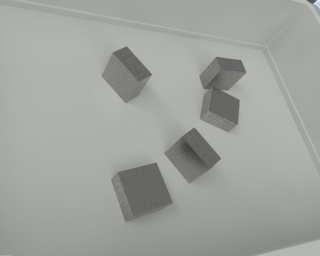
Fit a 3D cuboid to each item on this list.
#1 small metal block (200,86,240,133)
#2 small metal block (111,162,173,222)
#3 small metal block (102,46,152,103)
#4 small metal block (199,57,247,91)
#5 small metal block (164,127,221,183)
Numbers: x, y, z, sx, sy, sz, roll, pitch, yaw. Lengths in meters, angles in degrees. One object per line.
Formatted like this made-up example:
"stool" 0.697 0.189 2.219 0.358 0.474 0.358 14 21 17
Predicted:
"small metal block" 0.092 -0.028 0.472 0.050 0.025 0.050 24 53 -13
"small metal block" -0.021 0.072 0.350 0.050 0.025 0.050 -10 67 -32
"small metal block" -0.045 -0.069 0.408 0.050 0.050 0.025 49 51 6
"small metal block" 0.100 -0.086 0.495 0.050 0.050 0.025 0 62 -28
"small metal block" 0.040 0.035 0.389 0.025 0.050 0.050 -35 81 -38
